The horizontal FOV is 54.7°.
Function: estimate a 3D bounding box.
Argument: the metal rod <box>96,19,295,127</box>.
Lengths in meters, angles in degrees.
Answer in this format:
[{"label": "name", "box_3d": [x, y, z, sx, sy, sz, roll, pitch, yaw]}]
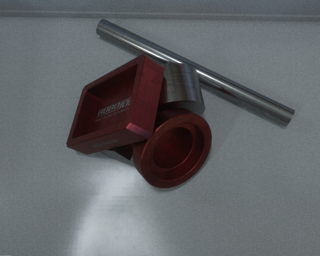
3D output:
[{"label": "metal rod", "box_3d": [0.043, -0.082, 0.440, 0.301, 0.025, 0.025, 28, 72, 9]}]

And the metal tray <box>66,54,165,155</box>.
[{"label": "metal tray", "box_3d": [-0.056, -0.023, 0.366, 0.030, 0.130, 0.090, 29, 60, -36]}]

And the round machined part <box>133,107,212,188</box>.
[{"label": "round machined part", "box_3d": [0.011, 0.020, 0.374, 0.098, 0.098, 0.042, -37, 40, -13]}]

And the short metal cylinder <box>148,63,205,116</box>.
[{"label": "short metal cylinder", "box_3d": [0.013, -0.040, 0.395, 0.081, 0.080, 0.050, -9, 71, -4]}]

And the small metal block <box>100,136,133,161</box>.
[{"label": "small metal block", "box_3d": [-0.050, 0.011, 0.390, 0.025, 0.050, 0.050, 37, 68, -34]}]
